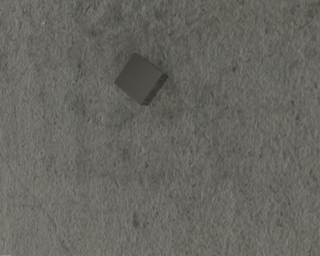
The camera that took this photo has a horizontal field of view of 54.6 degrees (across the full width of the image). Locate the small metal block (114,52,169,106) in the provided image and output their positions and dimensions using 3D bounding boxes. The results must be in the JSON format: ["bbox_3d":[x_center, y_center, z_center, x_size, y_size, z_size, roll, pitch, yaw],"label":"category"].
[{"bbox_3d":[-0.025,-0.065,0.418,0.050,0.025,0.050,40,102,15],"label":"small metal block"}]
